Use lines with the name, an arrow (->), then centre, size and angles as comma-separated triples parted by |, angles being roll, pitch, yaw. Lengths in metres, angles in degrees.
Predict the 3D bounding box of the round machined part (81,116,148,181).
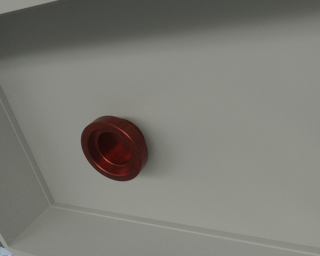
round machined part -> -0.060, 0.025, 0.446 | 0.098, 0.042, 0.097 | 13, 124, 21
